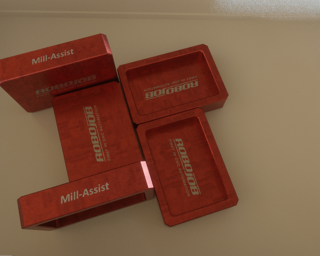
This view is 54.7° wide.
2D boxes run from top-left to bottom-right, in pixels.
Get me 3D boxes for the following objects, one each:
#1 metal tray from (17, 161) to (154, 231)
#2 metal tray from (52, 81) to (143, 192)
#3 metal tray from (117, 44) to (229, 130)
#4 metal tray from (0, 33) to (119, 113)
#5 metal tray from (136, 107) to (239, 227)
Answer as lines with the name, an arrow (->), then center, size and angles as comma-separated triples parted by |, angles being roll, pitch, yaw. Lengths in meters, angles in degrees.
metal tray -> -0.073, 0.078, 0.343 | 0.131, 0.090, 0.030 | -16, 71, -6
metal tray -> -0.079, 0.011, 0.399 | 0.091, 0.030, 0.130 | -16, 71, -6
metal tray -> 0.016, -0.057, 0.426 | 0.131, 0.030, 0.090 | -16, 71, -6
metal tray -> -0.122, -0.066, 0.394 | 0.131, 0.090, 0.030 | -17, 71, -7
metal tray -> 0.031, 0.047, 0.388 | 0.091, 0.030, 0.130 | -16, 71, -6
